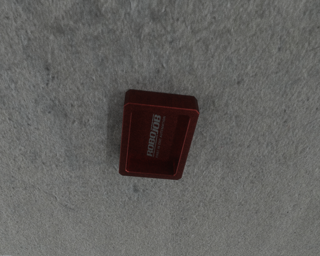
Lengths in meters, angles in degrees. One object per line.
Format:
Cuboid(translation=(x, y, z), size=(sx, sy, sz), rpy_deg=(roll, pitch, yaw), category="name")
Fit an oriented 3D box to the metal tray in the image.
Cuboid(translation=(-0.006, 0.014, 0.415), size=(0.091, 0.030, 0.129), rpy_deg=(6, 130, -6), category="metal tray")
